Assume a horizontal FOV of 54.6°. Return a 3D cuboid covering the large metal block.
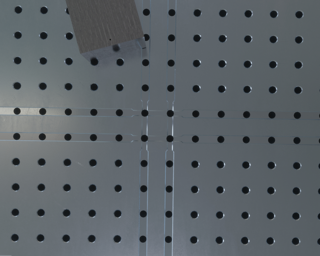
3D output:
[{"bbox_3d":[-0.068,-0.139,0.400,0.080,0.050,0.080,-15,90,0],"label":"large metal block"}]
